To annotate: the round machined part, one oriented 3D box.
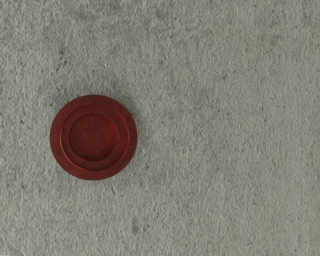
[{"bbox_3d":[-0.080,0.011,0.370,0.099,0.042,0.097,0,90,-20],"label":"round machined part"}]
